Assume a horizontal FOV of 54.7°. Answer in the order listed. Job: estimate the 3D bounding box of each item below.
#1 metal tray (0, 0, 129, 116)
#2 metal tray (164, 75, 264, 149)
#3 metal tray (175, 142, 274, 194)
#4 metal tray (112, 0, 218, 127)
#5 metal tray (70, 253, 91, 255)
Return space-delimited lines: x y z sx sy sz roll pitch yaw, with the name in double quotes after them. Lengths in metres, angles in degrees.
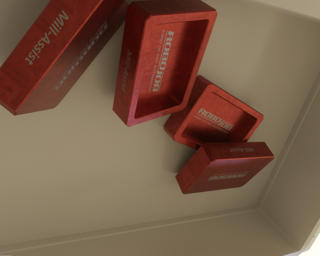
-0.083 -0.073 0.276 0.030 0.090 0.130 40 97 -3 "metal tray"
0.080 -0.008 0.446 0.131 0.030 0.090 23 106 -37 "metal tray"
0.100 0.061 0.476 0.131 0.030 0.089 1 139 -33 "metal tray"
0.002 -0.068 0.333 0.091 0.030 0.129 -19 141 -34 "metal tray"
-0.138 0.265 0.498 0.090 0.030 0.130 32 101 -39 "metal tray"
